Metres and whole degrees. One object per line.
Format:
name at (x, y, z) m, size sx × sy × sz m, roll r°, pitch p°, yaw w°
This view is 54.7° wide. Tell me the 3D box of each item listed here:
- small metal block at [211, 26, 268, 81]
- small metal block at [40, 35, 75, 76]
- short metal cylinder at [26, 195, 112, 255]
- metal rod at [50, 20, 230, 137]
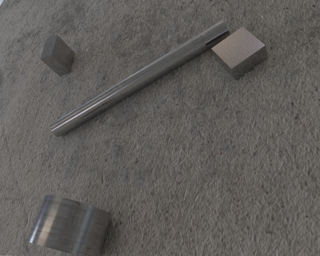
small metal block at (0.105, -0.099, 0.410) m, size 0.050 × 0.025 × 0.050 m, roll -35°, pitch 51°, yaw 5°
small metal block at (-0.186, -0.132, 0.566) m, size 0.025 × 0.050 × 0.050 m, roll -12°, pitch 57°, yaw 22°
short metal cylinder at (-0.101, 0.113, 0.352) m, size 0.080 × 0.080 × 0.050 m, roll 1°, pitch 63°, yaw 29°
metal rod at (-0.035, -0.069, 0.464) m, size 0.300 × 0.025 × 0.025 m, roll -29°, pitch 52°, yaw 9°
